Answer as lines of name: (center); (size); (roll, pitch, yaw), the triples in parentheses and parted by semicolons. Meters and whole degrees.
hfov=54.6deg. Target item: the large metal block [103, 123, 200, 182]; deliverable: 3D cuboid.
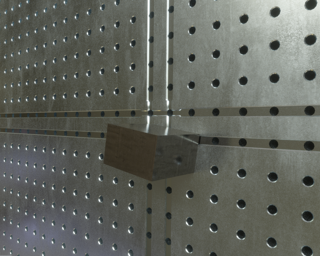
large metal block: (-0.010, 0.026, 0.383); (0.080, 0.081, 0.050); (12, 98, 39)
